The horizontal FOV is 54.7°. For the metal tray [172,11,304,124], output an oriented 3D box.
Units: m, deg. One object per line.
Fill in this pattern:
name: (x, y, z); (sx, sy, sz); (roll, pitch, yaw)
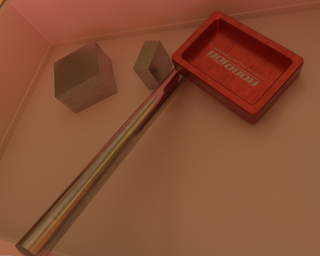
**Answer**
metal tray: (0.091, -0.077, 0.380); (0.130, 0.030, 0.090); (40, 83, 24)

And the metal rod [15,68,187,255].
metal rod: (-0.035, 0.008, 0.340); (0.025, 0.025, 0.301); (6, 40, 30)

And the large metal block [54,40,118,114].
large metal block: (-0.122, -0.082, 0.502); (0.080, 0.050, 0.080); (-25, 53, 12)

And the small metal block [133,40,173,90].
small metal block: (-0.008, -0.090, 0.448); (0.025, 0.050, 0.050); (6, 65, 30)
